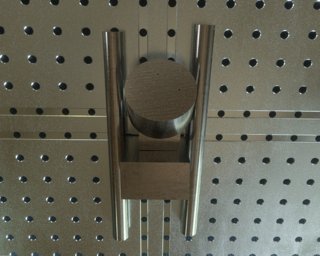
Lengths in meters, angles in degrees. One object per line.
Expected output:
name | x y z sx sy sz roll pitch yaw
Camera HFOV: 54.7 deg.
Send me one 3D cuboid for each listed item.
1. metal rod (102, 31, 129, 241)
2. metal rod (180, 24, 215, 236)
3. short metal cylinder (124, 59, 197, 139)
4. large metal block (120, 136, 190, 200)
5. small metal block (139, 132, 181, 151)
metal rod | -0.058 0.024 0.422 0.025 0.025 0.298 1 110 0
metal rod | 0.048 0.017 0.420 0.025 0.025 0.298 2 110 -1
short metal cylinder | 0.001 -0.033 0.365 0.081 0.050 0.080 1 66 -1
large metal block | -0.006 0.049 0.399 0.081 0.080 0.050 1 110 -1
small metal block | -0.001 0.007 0.402 0.050 0.050 0.025 1 110 -1
